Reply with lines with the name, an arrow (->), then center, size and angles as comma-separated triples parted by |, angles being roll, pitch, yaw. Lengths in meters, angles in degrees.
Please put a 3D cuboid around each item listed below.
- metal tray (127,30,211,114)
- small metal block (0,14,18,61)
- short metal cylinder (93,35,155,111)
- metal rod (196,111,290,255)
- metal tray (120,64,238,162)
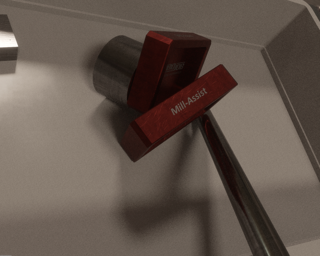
metal tray -> 0.016, -0.072, 0.389 | 0.030, 0.089, 0.131 | 28, 26, 19
small metal block -> -0.200, -0.105, 0.362 | 0.050, 0.025, 0.050 | -13, 69, -34
short metal cylinder -> -0.037, -0.068, 0.385 | 0.050, 0.079, 0.080 | 28, 48, 19
metal rod -> 0.075, 0.046, 0.328 | 0.025, 0.025, 0.300 | 21, 25, -16
metal tray -> 0.019, -0.015, 0.362 | 0.131, 0.090, 0.030 | -34, 84, -21
